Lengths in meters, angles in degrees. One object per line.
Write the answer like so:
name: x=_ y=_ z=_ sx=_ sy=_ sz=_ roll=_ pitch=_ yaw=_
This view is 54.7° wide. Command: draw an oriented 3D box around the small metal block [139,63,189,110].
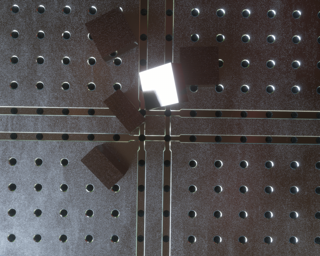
small metal block: x=0.005 y=-0.053 z=0.401 sx=0.050 sy=0.025 sz=0.050 roll=-11 pitch=90 yaw=35

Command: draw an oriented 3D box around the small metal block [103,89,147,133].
small metal block: x=-0.043 y=-0.021 z=0.400 sx=0.025 sy=0.050 sz=0.050 roll=-40 pitch=91 yaw=0

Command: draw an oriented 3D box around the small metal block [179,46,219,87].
small metal block: x=0.051 y=-0.081 z=0.414 sx=0.050 sy=0.025 sz=0.050 roll=-1 pitch=90 yaw=-1

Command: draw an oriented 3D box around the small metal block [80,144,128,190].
small metal block: x=-0.070 y=0.048 z=0.400 sx=0.025 sy=0.050 sz=0.050 roll=-44 pitch=91 yaw=0

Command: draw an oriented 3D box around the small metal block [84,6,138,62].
small metal block: x=-0.064 y=-0.124 z=0.412 sx=0.050 sy=0.025 sz=0.050 roll=-27 pitch=90 yaw=-1
